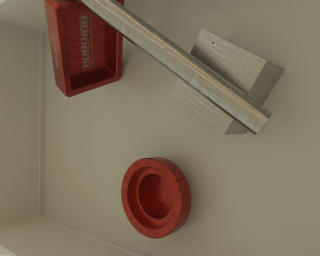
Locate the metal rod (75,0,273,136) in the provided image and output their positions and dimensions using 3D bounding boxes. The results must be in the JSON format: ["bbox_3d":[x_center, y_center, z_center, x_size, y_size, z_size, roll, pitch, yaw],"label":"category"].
[{"bbox_3d":[-0.019,-0.095,0.314,0.300,0.025,0.025,40,115,15],"label":"metal rod"}]

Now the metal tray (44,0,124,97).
[{"bbox_3d":[-0.095,-0.111,0.407,0.030,0.091,0.129,44,143,31],"label":"metal tray"}]

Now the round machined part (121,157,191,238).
[{"bbox_3d":[0.000,0.085,0.394,0.098,0.042,0.097,0,90,39],"label":"round machined part"}]

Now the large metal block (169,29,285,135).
[{"bbox_3d":[0.069,-0.048,0.332,0.080,0.050,0.079,39,114,32],"label":"large metal block"}]
